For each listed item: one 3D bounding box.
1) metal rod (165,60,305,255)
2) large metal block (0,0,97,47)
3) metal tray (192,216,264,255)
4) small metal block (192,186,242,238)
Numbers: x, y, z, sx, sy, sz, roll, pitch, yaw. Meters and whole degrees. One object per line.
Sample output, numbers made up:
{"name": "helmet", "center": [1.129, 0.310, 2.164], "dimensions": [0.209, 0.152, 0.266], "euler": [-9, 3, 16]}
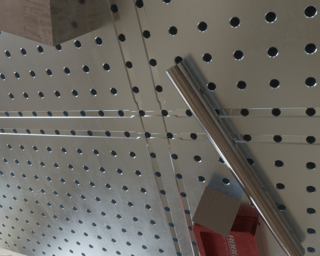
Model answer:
{"name": "metal rod", "center": [0.100, 0.049, 0.387], "dimensions": [0.025, 0.025, 0.299], "euler": [-26, 105, 37]}
{"name": "large metal block", "center": [-0.130, -0.138, 0.357], "dimensions": [0.080, 0.080, 0.050], "euler": [20, 126, 16]}
{"name": "metal tray", "center": [0.108, 0.190, 0.467], "dimensions": [0.090, 0.030, 0.129], "euler": [-3, 117, 29]}
{"name": "small metal block", "center": [0.077, 0.113, 0.421], "dimensions": [0.050, 0.050, 0.025], "euler": [22, 170, 14]}
